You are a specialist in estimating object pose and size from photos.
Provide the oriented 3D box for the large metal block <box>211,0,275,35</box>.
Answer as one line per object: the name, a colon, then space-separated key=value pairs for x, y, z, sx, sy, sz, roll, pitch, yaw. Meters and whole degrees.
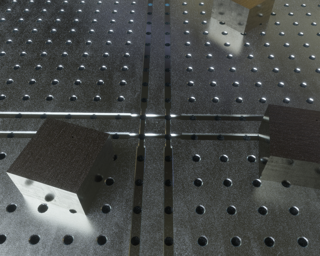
large metal block: x=0.157 y=-0.232 z=0.588 sx=0.080 sy=0.050 sz=0.080 roll=-35 pitch=58 yaw=-26

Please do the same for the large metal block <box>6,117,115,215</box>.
large metal block: x=-0.108 y=0.042 z=0.355 sx=0.080 sy=0.050 sz=0.080 roll=14 pitch=51 yaw=11

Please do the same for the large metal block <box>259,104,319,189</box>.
large metal block: x=0.167 y=0.022 z=0.375 sx=0.080 sy=0.050 sz=0.080 roll=9 pitch=51 yaw=7
